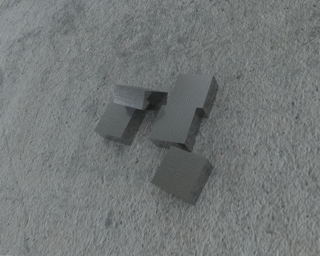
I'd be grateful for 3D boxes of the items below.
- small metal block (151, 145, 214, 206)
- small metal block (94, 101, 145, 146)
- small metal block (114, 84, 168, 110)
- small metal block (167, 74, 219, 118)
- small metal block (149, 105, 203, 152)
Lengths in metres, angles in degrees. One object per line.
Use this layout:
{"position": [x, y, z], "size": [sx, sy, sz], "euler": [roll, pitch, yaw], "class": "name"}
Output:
{"position": [0.026, 0.054, 0.357], "size": [0.050, 0.025, 0.050], "euler": [19, 71, 35], "class": "small metal block"}
{"position": [-0.057, -0.007, 0.438], "size": [0.050, 0.025, 0.050], "euler": [13, 68, 33], "class": "small metal block"}
{"position": [-0.026, -0.042, 0.423], "size": [0.050, 0.050, 0.025], "euler": [16, 101, 34], "class": "small metal block"}
{"position": [0.044, -0.043, 0.407], "size": [0.050, 0.025, 0.050], "euler": [7, 65, 31], "class": "small metal block"}
{"position": [0.021, 0.000, 0.393], "size": [0.050, 0.025, 0.050], "euler": [7, 65, 31], "class": "small metal block"}
